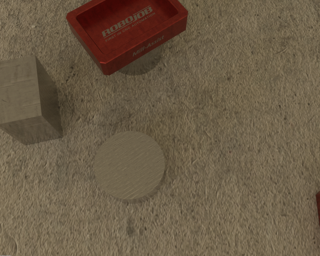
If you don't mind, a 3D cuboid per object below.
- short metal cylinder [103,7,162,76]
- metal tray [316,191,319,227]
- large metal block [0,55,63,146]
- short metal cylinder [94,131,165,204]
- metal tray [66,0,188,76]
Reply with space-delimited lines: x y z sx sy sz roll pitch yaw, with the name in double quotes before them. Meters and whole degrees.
"short metal cylinder" -0.038 -0.122 0.439 0.081 0.050 0.080 0 70 0
"metal tray" 0.260 0.120 0.363 0.131 0.030 0.090 2 70 0
"large metal block" -0.164 -0.032 0.389 0.050 0.080 0.080 -12 71 -4
"short metal cylinder" -0.035 0.049 0.377 0.081 0.050 0.080 0 70 0
"metal tray" -0.041 -0.138 0.402 0.131 0.030 0.090 -34 74 -12
